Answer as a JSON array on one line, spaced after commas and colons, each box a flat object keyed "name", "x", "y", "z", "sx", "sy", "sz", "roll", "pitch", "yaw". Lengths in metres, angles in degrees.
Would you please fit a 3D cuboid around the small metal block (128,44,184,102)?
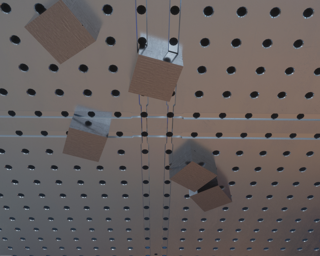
[{"name": "small metal block", "x": -0.006, "y": -0.063, "z": 0.358, "sx": 0.050, "sy": 0.025, "sz": 0.050, "roll": 13, "pitch": 129, "yaw": -11}]

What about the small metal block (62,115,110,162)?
[{"name": "small metal block", "x": -0.101, "y": 0.016, "z": 0.424, "sx": 0.050, "sy": 0.025, "sz": 0.050, "roll": 16, "pitch": 128, "yaw": -14}]

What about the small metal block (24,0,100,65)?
[{"name": "small metal block", "x": -0.101, "y": -0.103, "z": 0.323, "sx": 0.050, "sy": 0.025, "sz": 0.050, "roll": -26, "pitch": 126, "yaw": 20}]

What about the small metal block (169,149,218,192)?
[{"name": "small metal block", "x": 0.049, "y": 0.065, "z": 0.467, "sx": 0.050, "sy": 0.025, "sz": 0.050, "roll": 31, "pitch": 123, "yaw": -24}]

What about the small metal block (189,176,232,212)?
[{"name": "small metal block", "x": 0.081, "y": 0.105, "z": 0.501, "sx": 0.050, "sy": 0.025, "sz": 0.050, "roll": -27, "pitch": 125, "yaw": 21}]
